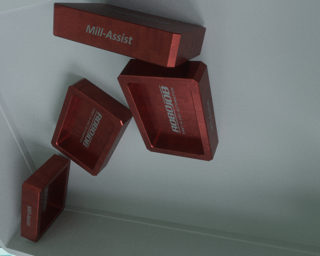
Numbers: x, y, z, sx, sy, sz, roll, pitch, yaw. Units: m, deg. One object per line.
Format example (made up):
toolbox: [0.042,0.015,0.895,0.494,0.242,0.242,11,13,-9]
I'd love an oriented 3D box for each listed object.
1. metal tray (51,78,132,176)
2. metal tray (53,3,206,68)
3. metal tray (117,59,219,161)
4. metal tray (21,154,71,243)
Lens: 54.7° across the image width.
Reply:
metal tray: [-0.105,0.003,0.460,0.090,0.030,0.129,35,129,4]
metal tray: [-0.029,-0.099,0.316,0.130,0.090,0.030,19,117,16]
metal tray: [0.014,-0.017,0.359,0.090,0.030,0.129,7,141,24]
metal tray: [-0.196,0.120,0.533,0.030,0.090,0.129,21,122,7]
